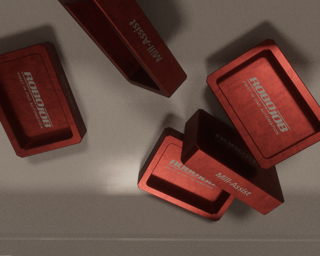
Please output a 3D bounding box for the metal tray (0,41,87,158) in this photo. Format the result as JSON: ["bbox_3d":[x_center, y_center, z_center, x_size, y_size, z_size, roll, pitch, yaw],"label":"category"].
[{"bbox_3d":[-0.159,-0.034,0.393,0.090,0.030,0.129,-15,110,5],"label":"metal tray"}]

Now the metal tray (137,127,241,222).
[{"bbox_3d":[0.046,0.066,0.433,0.131,0.030,0.089,26,108,-10],"label":"metal tray"}]

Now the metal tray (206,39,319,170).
[{"bbox_3d":[0.127,-0.028,0.370,0.090,0.030,0.130,-32,80,10],"label":"metal tray"}]

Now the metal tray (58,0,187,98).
[{"bbox_3d":[-0.038,-0.092,0.318,0.030,0.090,0.130,-50,128,-10],"label":"metal tray"}]

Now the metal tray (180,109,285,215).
[{"bbox_3d":[0.090,0.040,0.390,0.130,0.090,0.030,33,122,-12],"label":"metal tray"}]
